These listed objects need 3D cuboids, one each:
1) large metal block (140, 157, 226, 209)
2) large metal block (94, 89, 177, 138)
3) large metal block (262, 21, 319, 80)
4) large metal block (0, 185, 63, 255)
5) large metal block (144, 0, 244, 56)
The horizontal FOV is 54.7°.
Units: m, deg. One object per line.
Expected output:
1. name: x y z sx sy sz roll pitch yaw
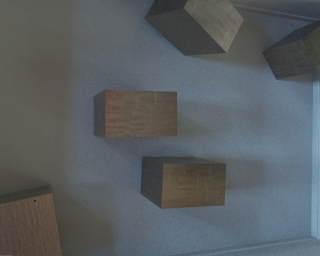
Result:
1. large metal block: 0.027 0.066 0.392 0.081 0.080 0.050 3 89 -20
2. large metal block: -0.032 -0.016 0.370 0.081 0.080 0.050 -1 91 -20
3. large metal block: 0.219 -0.119 0.464 0.080 0.080 0.050 -35 102 -17
4. large metal block: -0.155 0.114 0.340 0.081 0.050 0.079 -10 94 -20
5. large metal block: 0.042 -0.137 0.387 0.080 0.080 0.050 34 79 -34
